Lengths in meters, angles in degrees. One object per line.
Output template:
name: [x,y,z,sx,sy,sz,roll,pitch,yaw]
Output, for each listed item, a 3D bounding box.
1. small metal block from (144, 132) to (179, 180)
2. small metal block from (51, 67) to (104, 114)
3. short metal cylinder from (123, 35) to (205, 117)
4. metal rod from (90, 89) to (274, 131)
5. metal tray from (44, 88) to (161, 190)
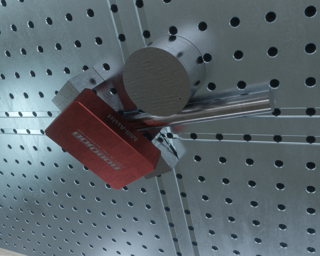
small metal block: [-0.010,0.040,0.439,0.050,0.025,0.050,-26,105,36]
small metal block: [-0.111,-0.051,0.420,0.025,0.050,0.050,49,128,-7]
short metal cylinder: [0.005,-0.060,0.353,0.080,0.050,0.079,13,124,20]
metal rod: [-0.008,-0.011,0.407,0.300,0.025,0.025,-8,115,31]
metal tray: [-0.075,0.020,0.408,0.130,0.030,0.090,42,130,-16]
